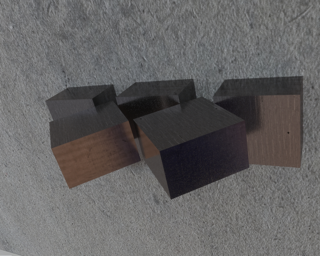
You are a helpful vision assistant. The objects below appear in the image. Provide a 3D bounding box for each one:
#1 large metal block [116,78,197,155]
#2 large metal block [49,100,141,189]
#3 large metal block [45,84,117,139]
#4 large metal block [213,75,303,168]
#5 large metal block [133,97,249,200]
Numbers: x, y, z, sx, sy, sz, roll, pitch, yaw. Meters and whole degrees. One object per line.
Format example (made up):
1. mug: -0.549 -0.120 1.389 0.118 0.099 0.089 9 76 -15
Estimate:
1. large metal block: 0.002 -0.013 0.382 0.080 0.050 0.079 1 119 27
2. large metal block: -0.077 0.014 0.356 0.081 0.080 0.050 -21 116 -13
3. large metal block: -0.100 -0.013 0.435 0.080 0.050 0.080 0 119 27
4. large metal block: 0.108 -0.008 0.331 0.080 0.050 0.079 2 119 27
5. large metal block: 0.028 0.014 0.304 0.080 0.081 0.050 -135 29 -61
